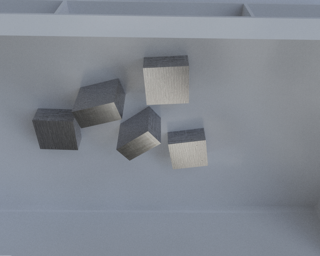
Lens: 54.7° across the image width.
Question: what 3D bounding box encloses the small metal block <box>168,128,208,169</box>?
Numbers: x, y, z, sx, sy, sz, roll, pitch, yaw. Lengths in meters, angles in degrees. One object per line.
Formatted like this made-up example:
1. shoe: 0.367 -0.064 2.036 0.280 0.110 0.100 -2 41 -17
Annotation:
1. small metal block: 0.039 0.030 0.434 0.050 0.025 0.050 -7 130 5

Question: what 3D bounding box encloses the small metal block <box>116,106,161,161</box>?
1. small metal block: -0.026 0.007 0.398 0.050 0.050 0.025 -30 124 23

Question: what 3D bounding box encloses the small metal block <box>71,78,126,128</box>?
1. small metal block: -0.071 -0.030 0.366 0.050 0.050 0.025 -12 129 10

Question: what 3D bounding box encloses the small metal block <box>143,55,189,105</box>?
1. small metal block: 0.008 -0.055 0.362 0.050 0.025 0.050 -2 130 2

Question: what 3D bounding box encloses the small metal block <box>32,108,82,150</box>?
1. small metal block: -0.134 0.002 0.409 0.050 0.025 0.050 2 130 -2
